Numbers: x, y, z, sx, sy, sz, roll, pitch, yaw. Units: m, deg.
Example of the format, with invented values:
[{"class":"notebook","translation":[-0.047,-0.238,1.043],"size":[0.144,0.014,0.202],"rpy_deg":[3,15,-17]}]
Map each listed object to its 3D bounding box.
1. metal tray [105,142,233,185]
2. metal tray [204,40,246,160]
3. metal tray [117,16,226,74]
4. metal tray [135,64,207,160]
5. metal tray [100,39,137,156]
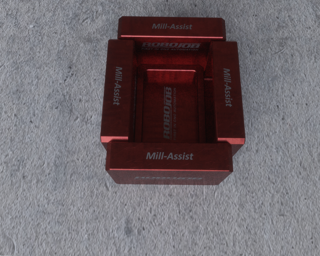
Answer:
[{"class":"metal tray","translation":[0.010,0.044,0.358],"size":[0.131,0.090,0.030],"rpy_deg":[1,70,0]},{"class":"metal tray","translation":[0.075,-0.031,0.386],"size":[0.030,0.090,0.130],"rpy_deg":[1,70,0]},{"class":"metal tray","translation":[0.014,-0.107,0.413],"size":[0.131,0.090,0.030],"rpy_deg":[1,70,0]},{"class":"metal tray","translation":[0.014,-0.022,0.415],"size":[0.091,0.030,0.130],"rpy_deg":[1,70,0]},{"class":"metal tray","translation":[-0.047,-0.032,0.385],"size":[0.030,0.090,0.130],"rpy_deg":[1,70,0]}]
